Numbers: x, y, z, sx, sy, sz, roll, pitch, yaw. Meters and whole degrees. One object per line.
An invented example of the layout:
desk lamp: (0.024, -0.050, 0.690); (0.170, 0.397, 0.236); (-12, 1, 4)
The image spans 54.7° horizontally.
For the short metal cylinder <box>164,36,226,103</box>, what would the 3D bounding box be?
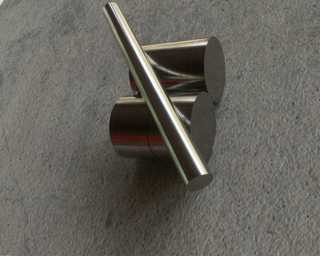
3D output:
short metal cylinder: (0.046, -0.071, 0.390); (0.050, 0.080, 0.080); (1, 62, 29)

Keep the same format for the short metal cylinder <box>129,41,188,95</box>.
short metal cylinder: (0.002, -0.072, 0.414); (0.050, 0.080, 0.080); (1, 62, 29)

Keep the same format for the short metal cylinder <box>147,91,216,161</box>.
short metal cylinder: (0.028, -0.001, 0.357); (0.050, 0.080, 0.080); (1, 62, 29)

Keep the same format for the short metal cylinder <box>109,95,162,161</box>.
short metal cylinder: (-0.017, -0.001, 0.380); (0.050, 0.080, 0.080); (1, 62, 29)

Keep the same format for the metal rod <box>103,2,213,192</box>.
metal rod: (-0.018, -0.061, 0.349); (0.025, 0.025, 0.300); (-32, 52, 8)
